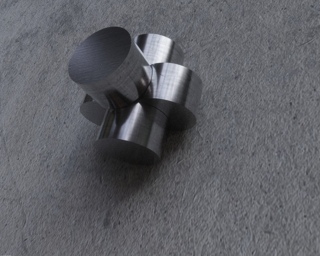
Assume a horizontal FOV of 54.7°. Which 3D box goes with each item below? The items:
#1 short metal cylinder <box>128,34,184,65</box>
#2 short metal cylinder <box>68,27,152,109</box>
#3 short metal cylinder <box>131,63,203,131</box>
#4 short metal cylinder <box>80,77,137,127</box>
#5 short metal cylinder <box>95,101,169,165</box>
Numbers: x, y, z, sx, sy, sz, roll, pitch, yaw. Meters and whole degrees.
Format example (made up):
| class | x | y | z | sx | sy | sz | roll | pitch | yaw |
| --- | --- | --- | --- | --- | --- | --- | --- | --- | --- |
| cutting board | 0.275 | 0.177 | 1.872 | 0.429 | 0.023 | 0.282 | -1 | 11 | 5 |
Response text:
| class | x | y | z | sx | sy | sz | roll | pitch | yaw |
| --- | --- | --- | --- | --- | --- | --- | --- | --- | --- |
| short metal cylinder | -0.010 | -0.082 | 0.424 | 0.080 | 0.080 | 0.050 | -2 | 61 | 27 |
| short metal cylinder | -0.056 | -0.069 | 0.356 | 0.080 | 0.050 | 0.080 | -13 | 56 | 20 |
| short metal cylinder | 0.010 | -0.036 | 0.386 | 0.080 | 0.080 | 0.050 | 0 | 62 | 28 |
| short metal cylinder | -0.062 | -0.036 | 0.423 | 0.080 | 0.080 | 0.050 | -1 | 62 | 27 |
| short metal cylinder | -0.034 | 0.008 | 0.381 | 0.080 | 0.080 | 0.050 | 0 | 62 | 28 |
